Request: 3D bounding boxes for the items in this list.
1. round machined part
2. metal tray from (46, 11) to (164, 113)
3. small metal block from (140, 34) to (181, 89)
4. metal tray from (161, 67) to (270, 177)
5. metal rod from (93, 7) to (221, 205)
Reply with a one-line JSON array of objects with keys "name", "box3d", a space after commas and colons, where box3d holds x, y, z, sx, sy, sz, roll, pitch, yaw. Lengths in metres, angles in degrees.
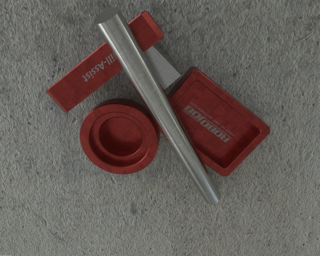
[{"name": "round machined part", "box3d": [-0.049, 0.008, 0.400, 0.099, 0.042, 0.097, 2, 113, 5]}, {"name": "metal tray", "box3d": [-0.057, -0.077, 0.346, 0.130, 0.090, 0.030, -35, 107, 12]}, {"name": "small metal block", "box3d": [-0.005, -0.080, 0.363, 0.025, 0.050, 0.050, -40, 120, 16]}, {"name": "metal tray", "box3d": [0.065, -0.006, 0.407, 0.130, 0.030, 0.090, 36, 106, -13]}, {"name": "metal rod", "box3d": [0.016, 0.003, 0.355, 0.025, 0.025, 0.299, -25, 130, 8]}]
